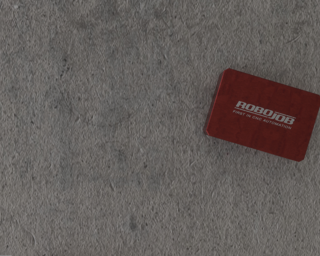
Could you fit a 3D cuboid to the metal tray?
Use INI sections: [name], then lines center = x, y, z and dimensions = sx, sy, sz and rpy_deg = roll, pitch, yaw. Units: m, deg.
[metal tray]
center = 0.133, -0.017, 0.408
dimensions = 0.131, 0.030, 0.090
rpy_deg = 17, 90, 0
